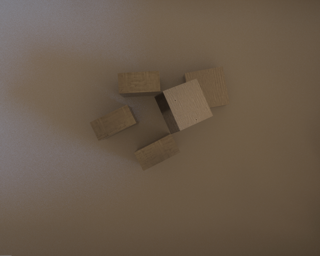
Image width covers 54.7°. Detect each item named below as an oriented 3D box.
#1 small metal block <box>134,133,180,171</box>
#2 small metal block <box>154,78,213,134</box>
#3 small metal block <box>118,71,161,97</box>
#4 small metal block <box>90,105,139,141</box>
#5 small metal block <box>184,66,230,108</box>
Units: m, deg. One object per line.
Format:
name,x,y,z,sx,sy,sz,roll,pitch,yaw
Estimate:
small metal block,-0.003,0.029,0.399,0.050,0.050,0.025,-27,90,0
small metal block,0.029,-0.026,0.377,0.050,0.025,0.050,-24,90,-26
small metal block,-0.025,-0.055,0.399,0.050,0.050,0.025,-3,90,-1
small metal block,-0.057,-0.006,0.398,0.050,0.050,0.025,-26,90,0
small metal block,0.061,-0.051,0.412,0.050,0.025,0.050,-11,90,-1
